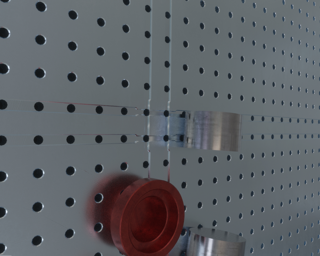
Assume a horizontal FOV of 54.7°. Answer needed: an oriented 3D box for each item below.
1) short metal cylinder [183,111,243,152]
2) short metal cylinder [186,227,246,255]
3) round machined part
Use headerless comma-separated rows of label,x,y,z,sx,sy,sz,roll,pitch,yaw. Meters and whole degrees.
short metal cylinder,0.074,0.006,0.436,0.081,0.080,0.050,7,86,-40
short metal cylinder,0.078,0.176,0.440,0.081,0.080,0.050,15,81,-39
round machined part,-0.019,0.110,0.383,0.099,0.042,0.097,0,90,-40
